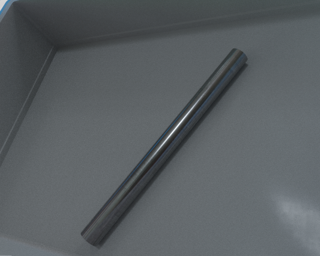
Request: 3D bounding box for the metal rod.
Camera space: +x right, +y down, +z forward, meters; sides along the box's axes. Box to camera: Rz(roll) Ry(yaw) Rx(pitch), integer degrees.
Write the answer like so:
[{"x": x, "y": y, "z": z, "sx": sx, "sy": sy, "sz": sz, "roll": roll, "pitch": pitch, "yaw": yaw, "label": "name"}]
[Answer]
[{"x": 0.010, "y": 0.018, "z": 0.389, "sx": 0.025, "sy": 0.025, "sz": 0.300, "roll": 34, "pitch": 80, "yaw": 38, "label": "metal rod"}]
